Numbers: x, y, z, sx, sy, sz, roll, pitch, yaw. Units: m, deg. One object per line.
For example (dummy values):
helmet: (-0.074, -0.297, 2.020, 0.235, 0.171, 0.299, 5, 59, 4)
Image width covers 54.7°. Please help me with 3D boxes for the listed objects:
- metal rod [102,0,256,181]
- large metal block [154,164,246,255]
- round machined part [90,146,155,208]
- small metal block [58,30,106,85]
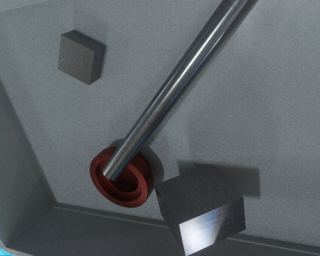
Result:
metal rod: (0.013, -0.041, 0.347, 0.025, 0.025, 0.298, 39, 120, 2)
large metal block: (0.048, 0.098, 0.386, 0.080, 0.081, 0.050, -134, 29, -59)
round machined part: (-0.052, 0.069, 0.466, 0.098, 0.042, 0.097, 13, 124, 20)
small metal block: (-0.103, -0.092, 0.404, 0.050, 0.025, 0.050, 28, 128, 10)
